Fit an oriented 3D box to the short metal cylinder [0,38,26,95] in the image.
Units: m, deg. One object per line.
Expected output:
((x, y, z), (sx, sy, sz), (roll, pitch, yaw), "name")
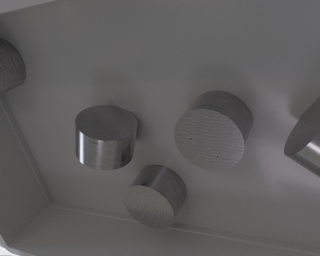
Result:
((-0.254, -0.091, 0.470), (0.080, 0.050, 0.079), (13, 124, 21), "short metal cylinder")

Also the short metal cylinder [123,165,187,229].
((-0.007, 0.101, 0.459), (0.080, 0.050, 0.079), (13, 124, 21), "short metal cylinder")

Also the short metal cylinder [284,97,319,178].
((0.164, 0.008, 0.291), (0.050, 0.080, 0.079), (34, 129, 6), "short metal cylinder")

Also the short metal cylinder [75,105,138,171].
((-0.073, 0.012, 0.419), (0.080, 0.080, 0.050), (22, 127, 15), "short metal cylinder")

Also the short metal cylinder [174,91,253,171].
((0.063, 0.003, 0.361), (0.080, 0.050, 0.079), (13, 124, 21), "short metal cylinder")
